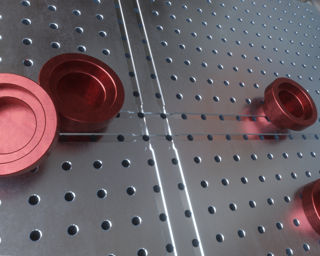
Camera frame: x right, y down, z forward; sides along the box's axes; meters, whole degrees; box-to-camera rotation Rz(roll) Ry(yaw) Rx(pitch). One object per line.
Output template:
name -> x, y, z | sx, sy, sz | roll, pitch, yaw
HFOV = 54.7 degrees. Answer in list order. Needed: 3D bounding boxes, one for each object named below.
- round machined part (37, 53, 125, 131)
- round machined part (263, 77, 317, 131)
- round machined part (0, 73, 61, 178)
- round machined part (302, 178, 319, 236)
round machined part -> -0.095, -0.038, 0.369 | 0.099, 0.042, 0.098 | 15, 54, -21
round machined part -> 0.221, -0.037, 0.542 | 0.099, 0.042, 0.098 | 14, 56, -21
round machined part -> -0.149, -0.001, 0.304 | 0.099, 0.042, 0.098 | 2, 77, -10
round machined part -> 0.270, 0.122, 0.472 | 0.099, 0.042, 0.098 | 14, 56, -21
